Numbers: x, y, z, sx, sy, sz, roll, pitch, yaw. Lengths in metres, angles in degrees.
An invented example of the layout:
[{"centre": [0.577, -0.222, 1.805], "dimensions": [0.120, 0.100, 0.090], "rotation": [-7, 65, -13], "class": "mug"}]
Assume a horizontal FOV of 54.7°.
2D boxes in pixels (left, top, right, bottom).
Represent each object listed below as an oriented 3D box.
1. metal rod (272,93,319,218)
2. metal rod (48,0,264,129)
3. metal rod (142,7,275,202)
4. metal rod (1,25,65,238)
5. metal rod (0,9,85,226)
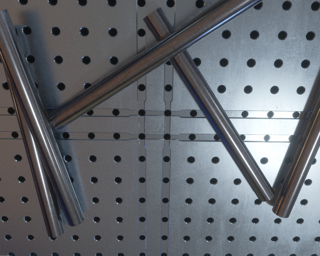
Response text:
[{"centre": [0.213, -0.010, 0.412], "dimensions": [0.025, 0.025, 0.298], "rotation": [12, 110, -5], "class": "metal rod"}, {"centre": [-0.014, -0.078, 0.361], "dimensions": [0.300, 0.025, 0.025], "rotation": [-29, 108, 19], "class": "metal rod"}, {"centre": [0.073, -0.018, 0.407], "dimensions": [0.025, 0.025, 0.299], "rotation": [-32, 107, 11], "class": "metal rod"}, {"centre": [-0.170, 0.019, 0.417], "dimensions": [0.025, 0.025, 0.298], "rotation": [-5, 110, 1], "class": "metal rod"}, {"centre": [-0.151, 0.007, 0.397], "dimensions": [0.025, 0.025, 0.298], "rotation": [-10, 116, 3], "class": "metal rod"}]
